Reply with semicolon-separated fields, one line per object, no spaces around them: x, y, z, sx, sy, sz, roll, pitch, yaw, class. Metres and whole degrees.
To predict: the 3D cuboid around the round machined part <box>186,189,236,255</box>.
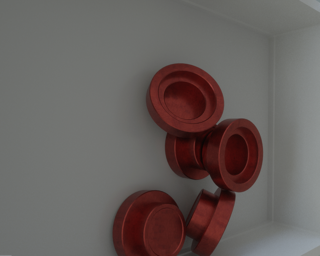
0.064;0.124;0.429;0.042;0.098;0.098;26;68;7;round machined part

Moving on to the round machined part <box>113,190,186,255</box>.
-0.006;0.127;0.385;0.099;0.042;0.098;9;76;-40;round machined part

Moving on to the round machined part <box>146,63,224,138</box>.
0.030;-0.032;0.403;0.099;0.042;0.098;6;65;-14;round machined part

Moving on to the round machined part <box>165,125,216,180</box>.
0.058;0.026;0.447;0.099;0.042;0.097;0;90;-40;round machined part

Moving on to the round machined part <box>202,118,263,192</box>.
0.096;0.036;0.424;0.099;0.042;0.097;0;90;-40;round machined part
